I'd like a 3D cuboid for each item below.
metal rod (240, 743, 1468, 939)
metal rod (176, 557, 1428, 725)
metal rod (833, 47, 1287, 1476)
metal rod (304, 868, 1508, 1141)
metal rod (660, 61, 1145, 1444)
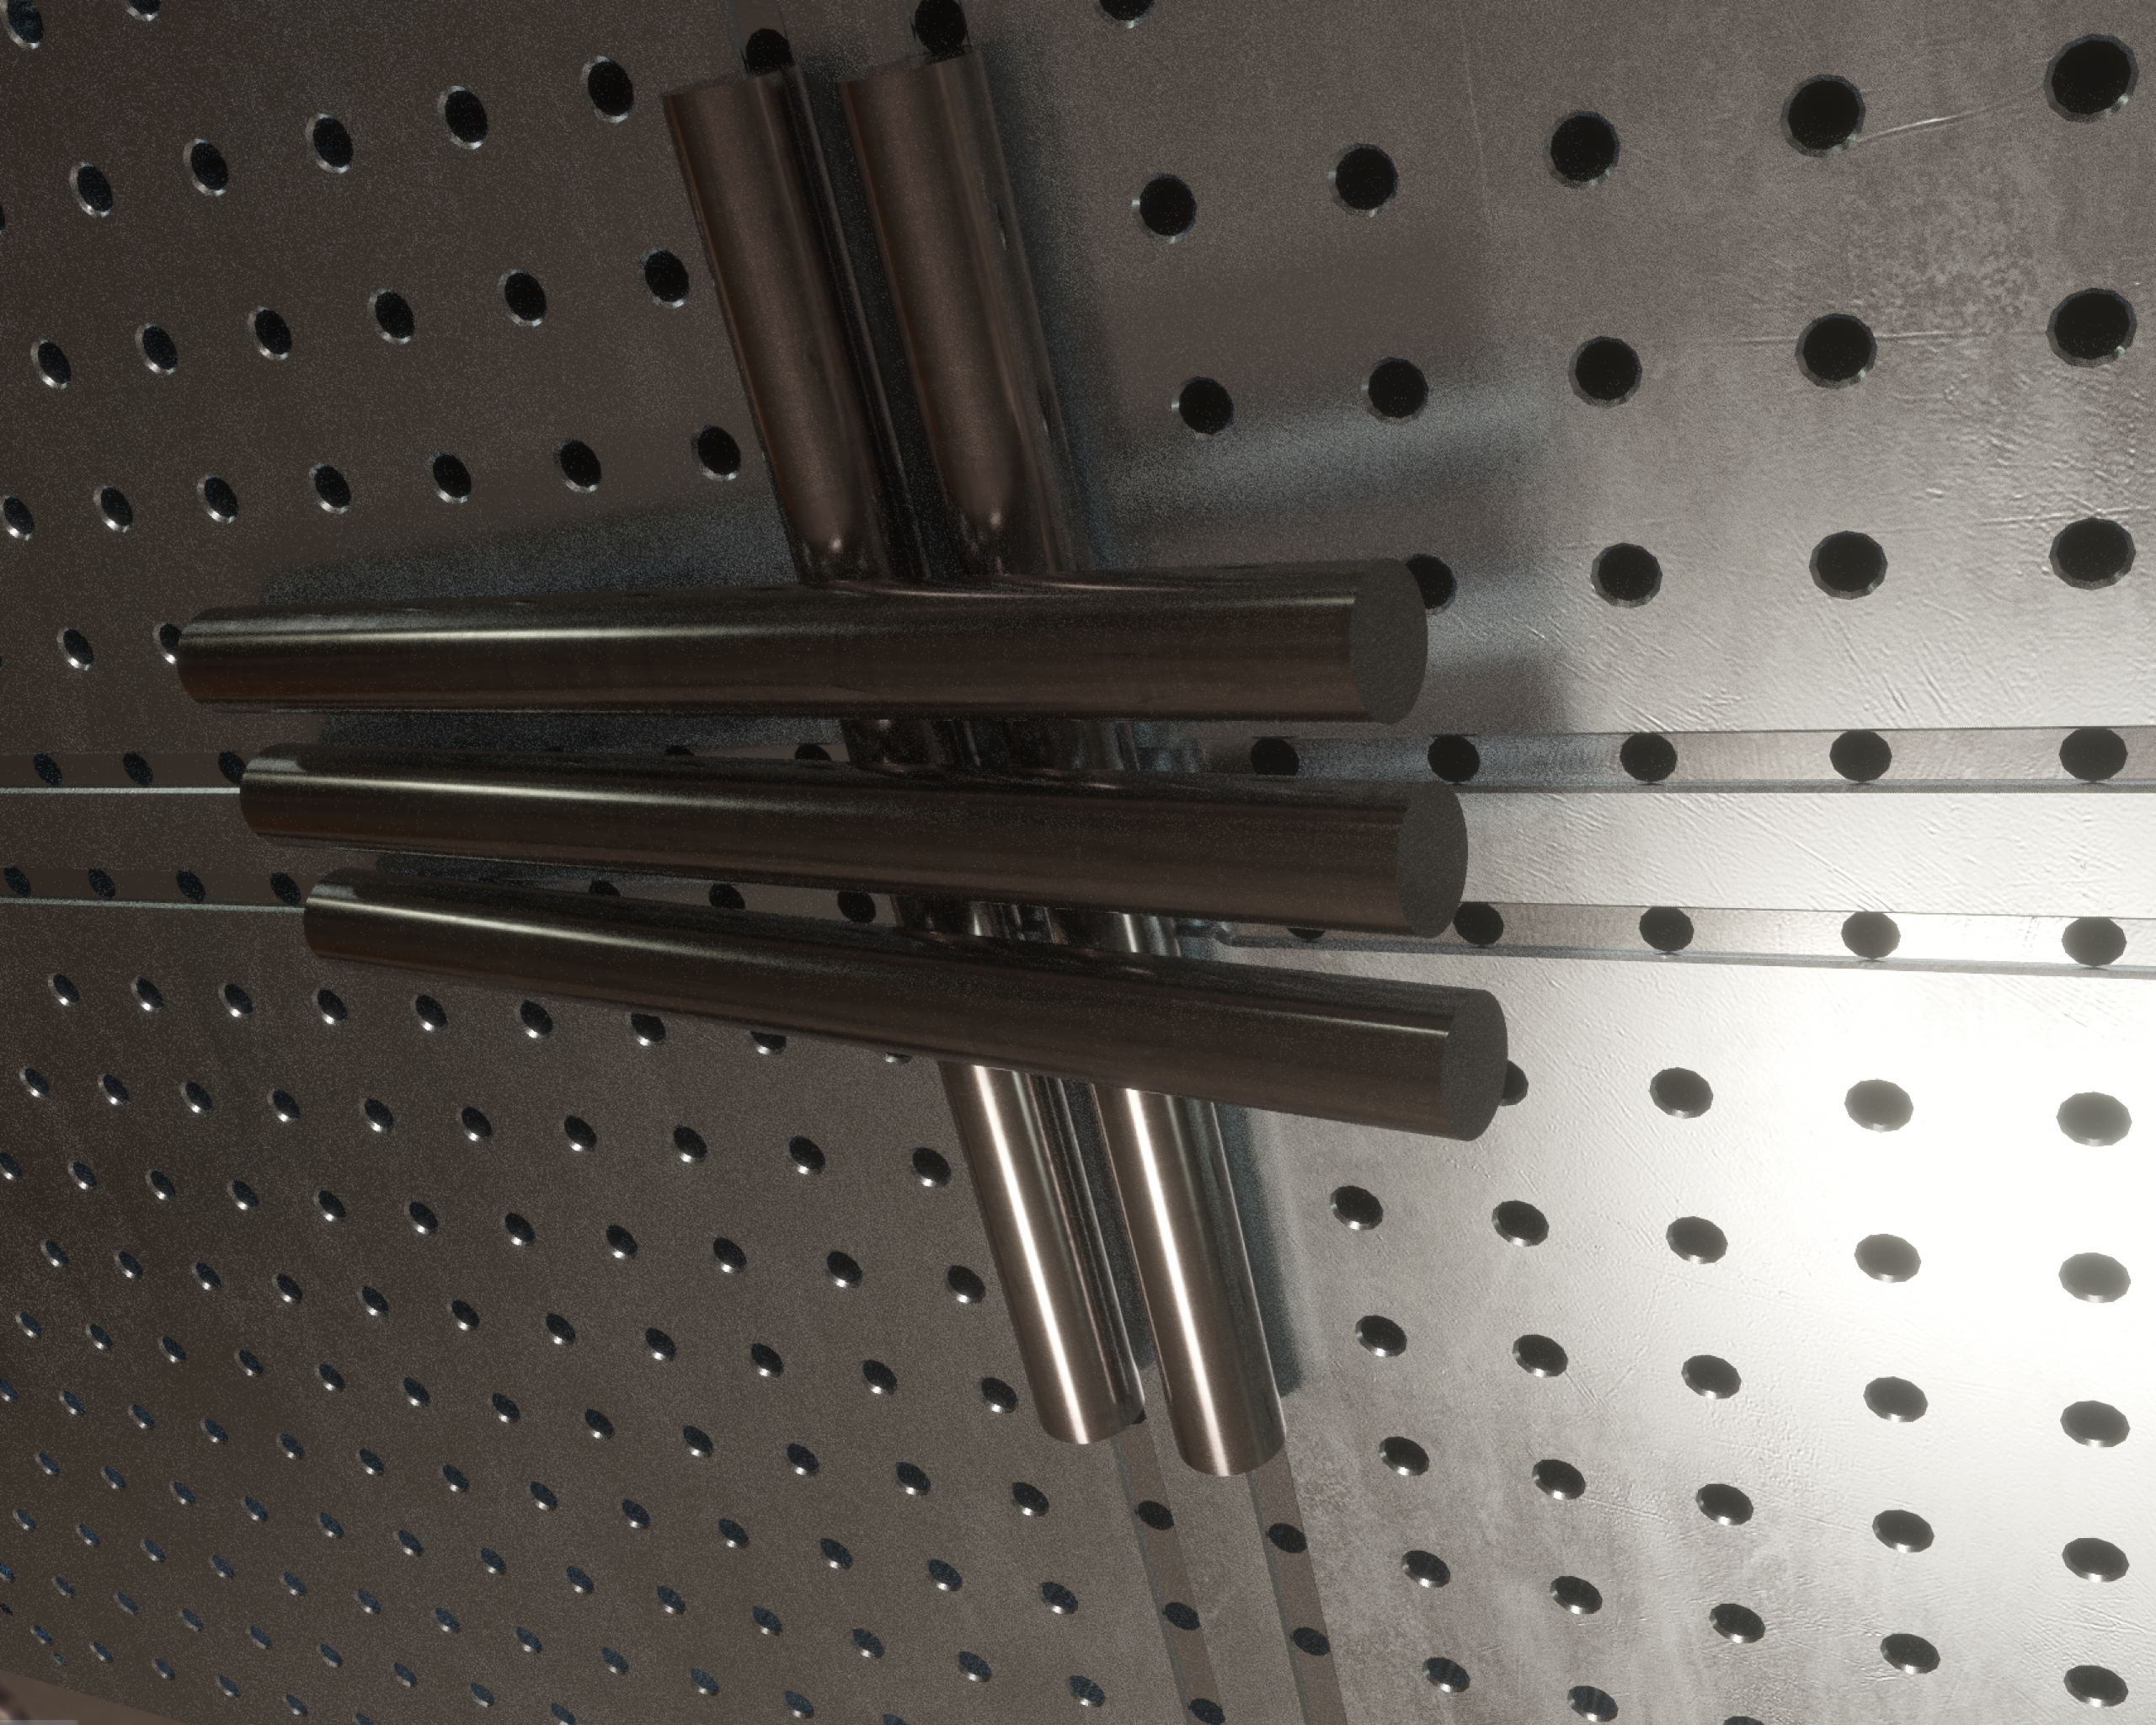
[{"bbox_3d":[-0.067,-0.008,0.413,0.300,0.025,0.025,4,121,35],"label":"metal rod"},{"bbox_3d":[-0.076,-0.040,0.398,0.300,0.025,0.025,3,120,35],"label":"metal rod"},{"bbox_3d":[0.003,-0.001,0.408,0.025,0.025,0.298,1,119,27],"label":"metal rod"},{"bbox_3d":[-0.057,0.023,0.427,0.300,0.025,0.025,5,121,35],"label":"metal rod"},{"bbox_3d":[-0.028,-0.004,0.422,0.025,0.025,0.298,1,119,27],"label":"metal rod"}]
